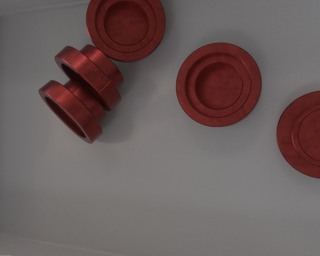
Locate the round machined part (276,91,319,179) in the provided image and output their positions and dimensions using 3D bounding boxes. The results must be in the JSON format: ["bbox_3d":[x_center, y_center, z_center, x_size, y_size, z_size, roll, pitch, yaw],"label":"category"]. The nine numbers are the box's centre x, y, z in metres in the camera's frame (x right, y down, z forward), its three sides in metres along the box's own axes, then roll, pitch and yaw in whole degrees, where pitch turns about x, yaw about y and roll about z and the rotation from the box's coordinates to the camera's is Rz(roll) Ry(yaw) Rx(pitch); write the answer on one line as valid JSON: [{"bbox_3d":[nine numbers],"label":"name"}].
[{"bbox_3d":[0.180,0.008,0.338,0.098,0.042,0.097,0,90,20],"label":"round machined part"}]

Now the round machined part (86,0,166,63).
[{"bbox_3d":[-0.043,-0.135,0.404,0.099,0.042,0.097,-1,97,-5],"label":"round machined part"}]

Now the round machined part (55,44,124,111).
[{"bbox_3d":[-0.086,-0.071,0.408,0.098,0.098,0.042,38,76,16],"label":"round machined part"}]

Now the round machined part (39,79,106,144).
[{"bbox_3d":[-0.112,-0.028,0.420,0.098,0.098,0.042,38,70,16],"label":"round machined part"}]

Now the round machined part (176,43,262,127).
[{"bbox_3d":[0.072,-0.050,0.376,0.098,0.042,0.097,0,90,20],"label":"round machined part"}]
